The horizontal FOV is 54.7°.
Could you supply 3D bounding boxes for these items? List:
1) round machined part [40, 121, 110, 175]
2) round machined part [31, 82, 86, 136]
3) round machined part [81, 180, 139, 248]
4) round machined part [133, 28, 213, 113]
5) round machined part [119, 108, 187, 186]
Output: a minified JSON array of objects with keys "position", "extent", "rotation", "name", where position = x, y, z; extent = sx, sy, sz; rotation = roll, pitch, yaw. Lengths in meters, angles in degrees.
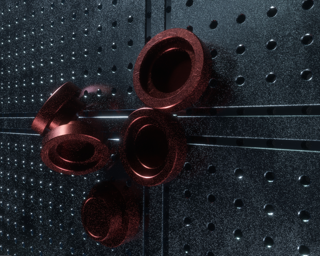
[{"position":[-0.127,0.027,0.471],"extent":[0.098,0.099,0.042],"rotation":[-44,38,31],"name":"round machined part"},{"position":[-0.157,-0.024,0.501],"extent":[0.042,0.098,0.098],"rotation":[38,119,-7],"name":"round machined part"},{"position":[-0.081,0.129,0.462],"extent":[0.098,0.042,0.097],"rotation":[0,90,39],"name":"round machined part"},{"position":[0.019,-0.065,0.373],"extent":[0.098,0.042,0.098],"rotation":[-9,73,33],"name":"round machined part"},{"position":[-0.005,0.023,0.400],"extent":[0.098,0.042,0.097],"rotation":[1,91,40],"name":"round machined part"}]
